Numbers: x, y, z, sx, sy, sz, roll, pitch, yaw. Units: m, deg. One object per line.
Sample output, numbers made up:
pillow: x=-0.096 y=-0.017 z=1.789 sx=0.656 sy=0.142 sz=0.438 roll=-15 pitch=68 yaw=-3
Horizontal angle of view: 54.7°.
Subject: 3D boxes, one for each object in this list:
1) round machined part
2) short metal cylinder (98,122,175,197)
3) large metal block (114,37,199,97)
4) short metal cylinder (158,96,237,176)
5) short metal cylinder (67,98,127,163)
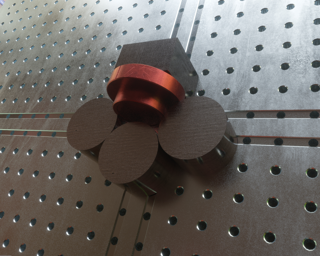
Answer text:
round machined part: x=-0.021 y=-0.034 z=0.391 sx=0.098 sy=0.098 sz=0.042 roll=2 pitch=62 yaw=29
short metal cylinder: x=-0.028 y=0.039 z=0.384 sx=0.080 sy=0.050 sz=0.080 roll=-13 pitch=56 yaw=21
large metal block: x=-0.003 y=-0.071 z=0.417 sx=0.080 sy=0.080 sz=0.050 roll=1 pitch=62 yaw=28
short metal cylinder: x=0.045 y=0.010 z=0.363 sx=0.080 sy=0.050 sz=0.080 roll=-13 pitch=56 yaw=21
short metal cylinder: x=-0.081 y=0.005 z=0.432 sx=0.080 sy=0.050 sz=0.080 roll=-13 pitch=56 yaw=21
